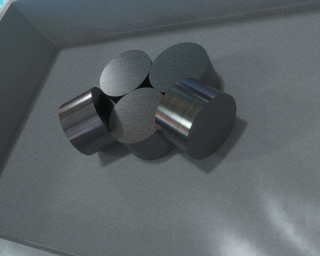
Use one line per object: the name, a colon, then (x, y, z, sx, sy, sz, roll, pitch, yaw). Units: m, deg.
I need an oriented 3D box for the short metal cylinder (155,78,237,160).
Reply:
short metal cylinder: (0.041, -0.011, 0.353, 0.050, 0.080, 0.080, 33, 81, 38)

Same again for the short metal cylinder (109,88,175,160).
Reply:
short metal cylinder: (-0.018, -0.005, 0.400, 0.080, 0.050, 0.080, -13, 56, 21)

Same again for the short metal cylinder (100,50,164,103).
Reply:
short metal cylinder: (-0.039, -0.066, 0.449, 0.080, 0.050, 0.080, -13, 56, 21)

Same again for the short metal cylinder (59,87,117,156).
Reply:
short metal cylinder: (-0.090, -0.009, 0.422, 0.050, 0.080, 0.080, -27, 52, 11)

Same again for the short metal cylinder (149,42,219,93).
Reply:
short metal cylinder: (0.033, -0.066, 0.411, 0.080, 0.050, 0.080, -13, 56, 21)
